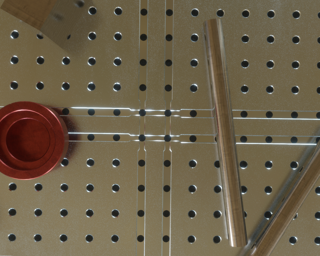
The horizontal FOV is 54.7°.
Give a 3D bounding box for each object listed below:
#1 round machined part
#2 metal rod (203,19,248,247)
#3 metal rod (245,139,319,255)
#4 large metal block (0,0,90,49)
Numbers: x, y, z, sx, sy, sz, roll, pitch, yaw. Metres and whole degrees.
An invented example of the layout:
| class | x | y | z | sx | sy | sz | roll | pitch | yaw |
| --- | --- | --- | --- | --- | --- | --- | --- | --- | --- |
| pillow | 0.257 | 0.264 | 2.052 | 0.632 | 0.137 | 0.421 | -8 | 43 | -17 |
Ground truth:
| class | x | y | z | sx | sy | sz | roll | pitch | yaw |
| --- | --- | --- | --- | --- | --- | --- | --- | --- | --- |
| round machined part | -0.168 | 0.015 | 0.403 | 0.099 | 0.042 | 0.097 | 0 | 90 | -1 |
| metal rod | 0.087 | 0.006 | 0.414 | 0.025 | 0.025 | 0.298 | -7 | 90 | 0 |
| metal rod | 0.159 | 0.128 | 0.415 | 0.025 | 0.025 | 0.299 | 33 | 90 | -1 |
| large metal block | -0.136 | -0.155 | 0.384 | 0.050 | 0.080 | 0.080 | 30 | 90 | -1 |
